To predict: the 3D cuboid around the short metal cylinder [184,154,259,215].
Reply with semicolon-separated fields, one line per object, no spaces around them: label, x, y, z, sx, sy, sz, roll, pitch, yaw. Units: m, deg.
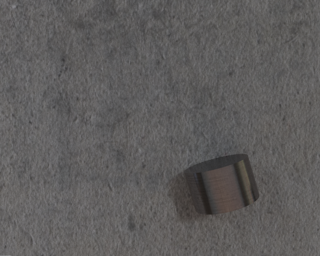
short metal cylinder;0.076;0.068;0.384;0.080;0.080;0.050;-16;90;0
